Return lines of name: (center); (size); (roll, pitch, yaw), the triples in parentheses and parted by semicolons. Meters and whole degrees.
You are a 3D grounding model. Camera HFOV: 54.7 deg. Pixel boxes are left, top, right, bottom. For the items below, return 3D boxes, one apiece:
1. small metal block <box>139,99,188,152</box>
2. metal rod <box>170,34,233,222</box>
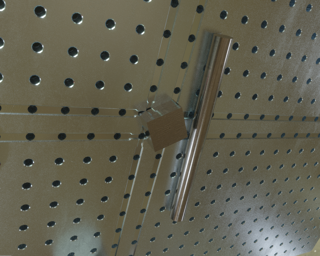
small metal block: (0.006, -0.003, 0.412); (0.050, 0.025, 0.050); (-24, 127, -14)
metal rod: (0.053, 0.017, 0.450); (0.025, 0.025, 0.298); (-4, 120, -27)
